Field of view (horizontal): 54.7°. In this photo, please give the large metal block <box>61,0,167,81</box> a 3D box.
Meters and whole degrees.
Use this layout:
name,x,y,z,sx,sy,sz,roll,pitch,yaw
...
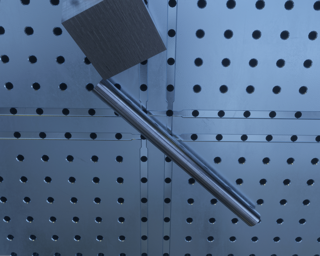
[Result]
name,x,y,z,sx,sy,sz,roll,pitch,yaw
large metal block,-0.049,-0.112,0.342,0.080,0.050,0.080,-25,135,9

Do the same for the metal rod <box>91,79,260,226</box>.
name,x,y,z,sx,sy,sz,roll,pitch,yaw
metal rod,0.031,0.041,0.428,0.300,0.025,0.025,41,105,-14

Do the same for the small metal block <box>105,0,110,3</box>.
name,x,y,z,sx,sy,sz,roll,pitch,yaw
small metal block,-0.067,-0.177,0.347,0.050,0.025,0.050,28,108,-10
